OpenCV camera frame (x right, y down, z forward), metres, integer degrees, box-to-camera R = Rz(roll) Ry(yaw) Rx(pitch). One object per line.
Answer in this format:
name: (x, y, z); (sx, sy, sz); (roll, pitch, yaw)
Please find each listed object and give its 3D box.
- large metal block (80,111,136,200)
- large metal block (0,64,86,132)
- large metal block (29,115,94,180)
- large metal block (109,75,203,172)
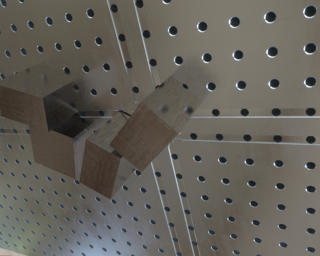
large metal block: (-0.062, 0.036, 0.429); (0.050, 0.080, 0.079); (27, 128, 11)
large metal block: (-0.163, -0.045, 0.431); (0.080, 0.080, 0.050); (16, 125, 18)
large metal block: (-0.152, 0.023, 0.487); (0.080, 0.050, 0.079); (19, 126, 17)
large metal block: (-0.004, -0.006, 0.373); (0.050, 0.080, 0.080); (41, 129, 0)
